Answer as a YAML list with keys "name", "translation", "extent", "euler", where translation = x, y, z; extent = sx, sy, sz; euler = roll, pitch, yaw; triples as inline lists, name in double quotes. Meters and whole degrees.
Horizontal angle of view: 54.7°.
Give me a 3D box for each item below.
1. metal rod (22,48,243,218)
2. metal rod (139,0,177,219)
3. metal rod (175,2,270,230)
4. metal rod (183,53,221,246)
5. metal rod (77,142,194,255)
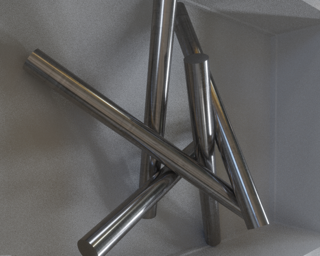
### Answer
- name: "metal rod"
  translation: [-0.008, 0.017, 0.339]
  extent: [0.301, 0.025, 0.025]
  euler: [36, 67, -15]
- name: "metal rod"
  translation: [-0.004, -0.033, 0.352]
  extent: [0.025, 0.025, 0.298]
  euler: [-9, 112, -40]
- name: "metal rod"
  translation: [0.065, -0.029, 0.383]
  extent: [0.025, 0.025, 0.299]
  euler: [-2, 67, -40]
- name: "metal rod"
  translation: [0.059, 0.051, 0.392]
  extent: [0.025, 0.025, 0.298]
  euler: [-38, 133, -33]
- name: "metal rod"
  translation: [0.020, 0.050, 0.379]
  extent: [0.302, 0.025, 0.025]
  euler: [-34, 112, -49]
